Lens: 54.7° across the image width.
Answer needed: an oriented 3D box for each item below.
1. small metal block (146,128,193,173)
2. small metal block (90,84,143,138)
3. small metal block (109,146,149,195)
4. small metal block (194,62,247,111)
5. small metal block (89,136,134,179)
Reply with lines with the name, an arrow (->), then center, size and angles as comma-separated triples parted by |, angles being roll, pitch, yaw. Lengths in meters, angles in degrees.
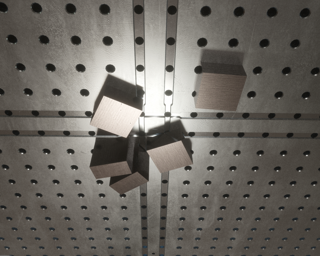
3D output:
small metal block -> 0.014, 0.033, 0.440 | 0.050, 0.025, 0.050 | -18, 128, 14
small metal block -> -0.055, -0.020, 0.394 | 0.050, 0.025, 0.050 | 21, 127, -18
small metal block -> -0.043, 0.061, 0.447 | 0.050, 0.050, 0.025 | -29, 124, 22
small metal block -> 0.070, -0.049, 0.371 | 0.050, 0.025, 0.050 | 4, 130, -4
small metal block -> -0.065, 0.040, 0.428 | 0.050, 0.050, 0.025 | -10, 130, 8
